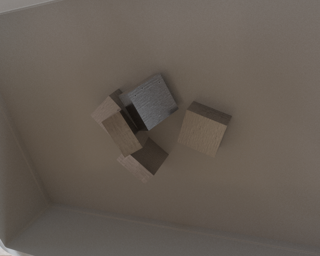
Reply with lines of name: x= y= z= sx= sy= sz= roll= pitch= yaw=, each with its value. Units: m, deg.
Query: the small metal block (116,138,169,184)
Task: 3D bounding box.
small metal block: x=-0.023 y=0.040 z=0.428 sx=0.050 sy=0.050 sz=0.025 roll=42 pitch=129 yaw=-1

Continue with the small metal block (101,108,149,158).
small metal block: x=-0.041 y=0.002 z=0.382 sx=0.025 sy=0.050 sz=0.050 roll=-30 pitch=98 yaw=12

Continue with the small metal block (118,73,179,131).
small metal block: x=-0.013 y=-0.031 z=0.375 sx=0.025 sy=0.050 sz=0.050 roll=-1 pitch=122 yaw=59

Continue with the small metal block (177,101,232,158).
small metal block: x=0.054 y=0.002 z=0.380 sx=0.050 sy=0.025 sz=0.050 roll=23 pitch=127 yaw=13

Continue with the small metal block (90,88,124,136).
small metal block: x=-0.060 y=-0.018 z=0.428 sx=0.050 sy=0.025 sz=0.050 roll=47 pitch=129 yaw=-6
